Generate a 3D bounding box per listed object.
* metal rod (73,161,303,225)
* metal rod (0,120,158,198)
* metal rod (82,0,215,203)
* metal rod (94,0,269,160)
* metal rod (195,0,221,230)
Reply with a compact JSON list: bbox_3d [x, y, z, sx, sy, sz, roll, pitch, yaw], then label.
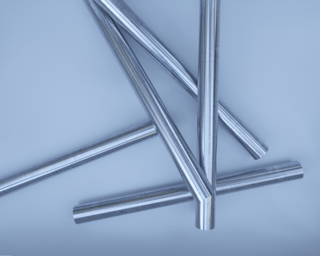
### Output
[{"bbox_3d":[0.037,0.085,0.411,0.302,0.025,0.025,-11,90,0],"label":"metal rod"},{"bbox_3d":[-0.140,0.051,0.410,0.301,0.025,0.025,-21,90,0],"label":"metal rod"},{"bbox_3d":[-0.020,-0.048,0.384,0.025,0.025,0.299,-30,80,0],"label":"metal rod"},{"bbox_3d":[0.027,-0.071,0.398,0.300,0.025,0.025,44,90,-6],"label":"metal rod"},{"bbox_3d":[0.058,-0.026,0.377,0.025,0.025,0.298,1,94,0],"label":"metal rod"}]
